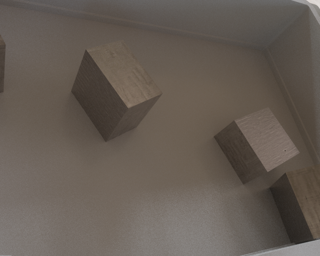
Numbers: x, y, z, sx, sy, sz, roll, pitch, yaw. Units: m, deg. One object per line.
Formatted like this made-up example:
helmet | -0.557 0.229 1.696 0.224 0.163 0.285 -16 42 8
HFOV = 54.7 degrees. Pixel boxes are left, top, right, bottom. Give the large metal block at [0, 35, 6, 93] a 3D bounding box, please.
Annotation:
large metal block | -0.200 -0.085 0.314 0.050 0.080 0.080 -22 74 -36

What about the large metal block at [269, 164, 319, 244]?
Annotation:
large metal block | 0.191 0.100 0.402 0.050 0.080 0.080 -14 65 -2

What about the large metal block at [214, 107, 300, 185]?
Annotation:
large metal block | 0.140 0.024 0.450 0.081 0.050 0.080 -19 72 -35

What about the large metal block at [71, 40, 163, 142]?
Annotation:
large metal block | -0.054 -0.042 0.367 0.050 0.080 0.080 -28 77 -37
